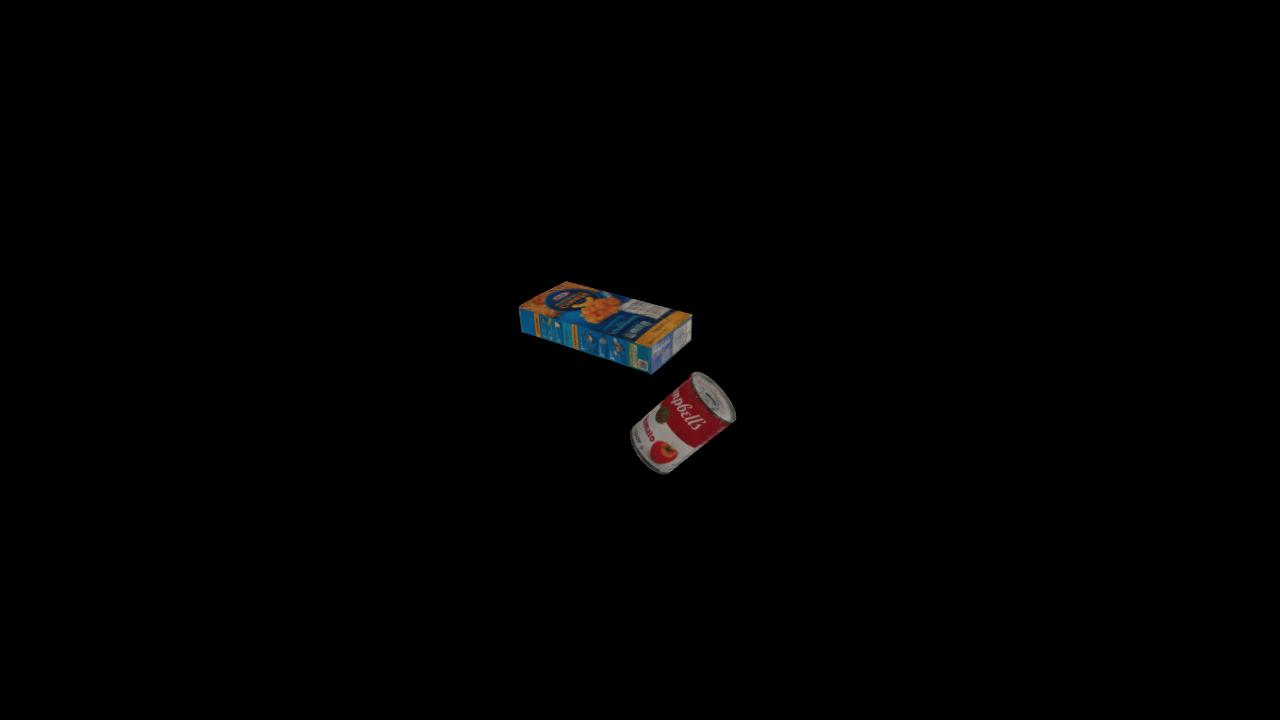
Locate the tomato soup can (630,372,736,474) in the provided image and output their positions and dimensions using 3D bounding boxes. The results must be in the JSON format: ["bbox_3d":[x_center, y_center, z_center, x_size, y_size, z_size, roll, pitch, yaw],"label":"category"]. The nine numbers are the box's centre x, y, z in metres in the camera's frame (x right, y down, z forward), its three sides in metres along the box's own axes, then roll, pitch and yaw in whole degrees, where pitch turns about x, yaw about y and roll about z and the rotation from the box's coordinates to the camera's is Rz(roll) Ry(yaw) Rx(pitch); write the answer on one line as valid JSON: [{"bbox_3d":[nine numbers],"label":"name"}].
[{"bbox_3d":[0.045,0.070,0.670,0.101,0.068,0.068,-43,-20,23],"label":"tomato soup can"}]

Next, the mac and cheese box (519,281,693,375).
[{"bbox_3d":[-0.040,-0.042,0.710,0.184,0.041,0.093,18,36,28],"label":"mac and cheese box"}]
